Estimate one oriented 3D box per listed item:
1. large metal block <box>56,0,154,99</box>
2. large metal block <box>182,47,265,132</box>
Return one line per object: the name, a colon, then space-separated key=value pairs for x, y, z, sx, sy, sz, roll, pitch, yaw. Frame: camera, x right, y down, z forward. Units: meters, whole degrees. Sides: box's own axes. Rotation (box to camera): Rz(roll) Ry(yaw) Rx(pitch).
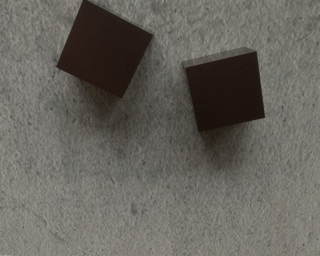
large metal block: x=-0.061 y=-0.092 z=0.362 sx=0.080 sy=0.050 sz=0.080 roll=26 pitch=108 yaw=-10
large metal block: x=0.076 y=-0.048 z=0.380 sx=0.080 sy=0.050 sz=0.079 roll=-13 pitch=110 yaw=4
